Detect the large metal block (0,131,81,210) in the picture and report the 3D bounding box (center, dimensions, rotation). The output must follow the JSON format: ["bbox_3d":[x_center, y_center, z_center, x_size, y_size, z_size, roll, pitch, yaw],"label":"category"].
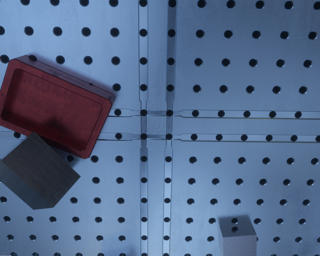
[{"bbox_3d":[-0.163,0.058,0.399,0.080,0.050,0.080,49,142,-16],"label":"large metal block"}]

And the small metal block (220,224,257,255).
[{"bbox_3d":[0.121,0.180,0.481,0.050,0.025,0.050,-5,110,2],"label":"small metal block"}]

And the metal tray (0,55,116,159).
[{"bbox_3d":[-0.135,-0.025,0.400,0.131,0.030,0.089,24,108,-9],"label":"metal tray"}]
